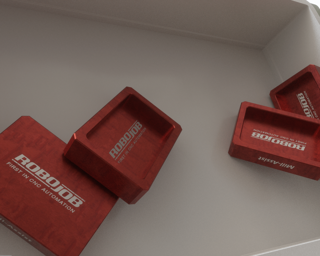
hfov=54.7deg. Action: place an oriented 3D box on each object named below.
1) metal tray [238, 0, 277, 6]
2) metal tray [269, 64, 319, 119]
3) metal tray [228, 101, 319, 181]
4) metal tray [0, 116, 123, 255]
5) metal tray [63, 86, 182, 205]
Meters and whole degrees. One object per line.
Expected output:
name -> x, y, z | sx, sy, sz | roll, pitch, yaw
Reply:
metal tray -> 0.165, -0.263, 0.598 | 0.091, 0.030, 0.130 | 10, 23, -4
metal tray -> 0.245, -0.027, 0.509 | 0.030, 0.090, 0.130 | 7, 58, -36
metal tray -> 0.174, 0.015, 0.453 | 0.131, 0.030, 0.090 | 16, 51, 11
metal tray -> -0.114, 0.059, 0.305 | 0.130, 0.030, 0.090 | 38, 51, -3
metal tray -> -0.034, 0.012, 0.354 | 0.090, 0.030, 0.131 | 38, 35, -3
